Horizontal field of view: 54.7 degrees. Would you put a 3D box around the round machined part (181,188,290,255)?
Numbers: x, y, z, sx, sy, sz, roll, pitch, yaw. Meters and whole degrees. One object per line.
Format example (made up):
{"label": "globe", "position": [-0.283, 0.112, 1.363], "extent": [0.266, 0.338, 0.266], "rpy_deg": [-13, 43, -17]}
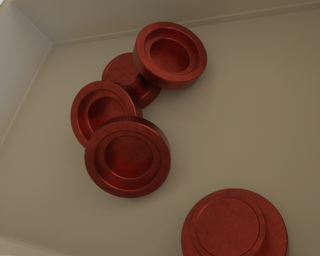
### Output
{"label": "round machined part", "position": [0.066, 0.099, 0.288], "extent": [0.098, 0.042, 0.098], "rpy_deg": [-14, 46, 15]}

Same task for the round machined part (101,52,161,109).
{"label": "round machined part", "position": [-0.047, -0.074, 0.463], "extent": [0.098, 0.042, 0.098], "rpy_deg": [-13, 56, 20]}

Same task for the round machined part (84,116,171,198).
{"label": "round machined part", "position": [-0.036, 0.031, 0.370], "extent": [0.098, 0.098, 0.042], "rpy_deg": [-26, 17, 11]}

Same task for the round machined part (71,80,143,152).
{"label": "round machined part", "position": [-0.067, -0.014, 0.418], "extent": [0.098, 0.042, 0.097], "rpy_deg": [2, 96, 21]}

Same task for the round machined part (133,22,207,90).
{"label": "round machined part", "position": [0.011, -0.093, 0.424], "extent": [0.099, 0.042, 0.098], "rpy_deg": [7, 64, -14]}
